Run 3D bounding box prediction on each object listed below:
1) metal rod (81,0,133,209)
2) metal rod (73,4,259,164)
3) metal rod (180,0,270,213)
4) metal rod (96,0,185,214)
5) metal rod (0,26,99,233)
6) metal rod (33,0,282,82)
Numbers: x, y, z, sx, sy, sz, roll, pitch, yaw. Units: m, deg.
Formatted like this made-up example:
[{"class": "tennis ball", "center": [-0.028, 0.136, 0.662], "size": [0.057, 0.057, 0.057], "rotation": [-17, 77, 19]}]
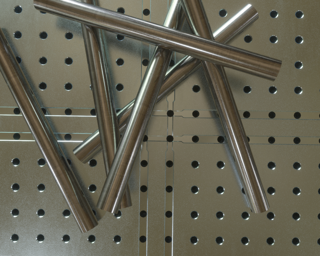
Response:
[{"class": "metal rod", "center": [-0.074, -0.050, 0.393], "size": [0.025, 0.025, 0.299], "rotation": [-11, 82, 0]}, {"class": "metal rod", "center": [0.008, -0.058, 0.413], "size": [0.300, 0.025, 0.025], "rotation": [-40, 90, 0]}, {"class": "metal rod", "center": [0.083, -0.032, 0.396], "size": [0.025, 0.025, 0.299], "rotation": [-20, 97, 0]}, {"class": "metal rod", "center": [-0.013, -0.046, 0.379], "size": [0.025, 0.025, 0.299], "rotation": [19, 76, 0]}, {"class": "metal rod", "center": [-0.160, -0.001, 0.412], "size": [0.025, 0.025, 0.299], "rotation": [-27, 90, 0]}, {"class": "metal rod", "center": [-0.008, -0.112, 0.370], "size": [0.301, 0.025, 0.025], "rotation": [18, 90, 6]}]
